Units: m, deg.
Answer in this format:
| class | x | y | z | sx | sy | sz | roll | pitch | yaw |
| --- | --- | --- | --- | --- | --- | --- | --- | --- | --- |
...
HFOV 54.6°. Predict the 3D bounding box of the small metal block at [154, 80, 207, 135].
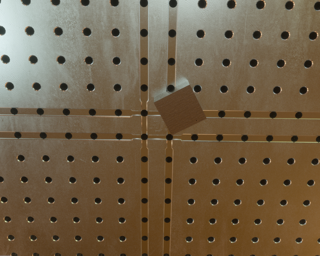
| class | x | y | z | sx | sy | sz | roll | pitch | yaw |
| --- | --- | --- | --- | --- | --- | --- | --- | --- | --- |
| small metal block | 0.026 | -0.026 | 0.404 | 0.050 | 0.025 | 0.050 | -26 | 108 | 9 |
